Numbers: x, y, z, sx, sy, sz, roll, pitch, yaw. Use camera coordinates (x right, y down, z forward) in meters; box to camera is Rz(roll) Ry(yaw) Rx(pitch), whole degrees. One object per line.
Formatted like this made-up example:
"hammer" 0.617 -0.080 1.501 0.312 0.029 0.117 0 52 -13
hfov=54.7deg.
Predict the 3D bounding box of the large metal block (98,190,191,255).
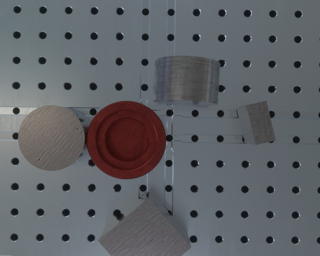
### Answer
"large metal block" -0.019 0.141 0.401 0.080 0.050 0.080 -41 90 0

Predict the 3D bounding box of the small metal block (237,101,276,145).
"small metal block" 0.123 -0.006 0.402 0.025 0.050 0.050 -13 90 0

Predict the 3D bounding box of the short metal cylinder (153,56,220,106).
"short metal cylinder" 0.033 -0.056 0.386 0.081 0.080 0.050 4 90 0

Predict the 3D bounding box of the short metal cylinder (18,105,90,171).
"short metal cylinder" -0.131 0.012 0.400 0.081 0.050 0.079 0 90 0

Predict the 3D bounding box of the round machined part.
"round machined part" -0.042 0.015 0.404 0.099 0.042 0.097 0 90 -1
